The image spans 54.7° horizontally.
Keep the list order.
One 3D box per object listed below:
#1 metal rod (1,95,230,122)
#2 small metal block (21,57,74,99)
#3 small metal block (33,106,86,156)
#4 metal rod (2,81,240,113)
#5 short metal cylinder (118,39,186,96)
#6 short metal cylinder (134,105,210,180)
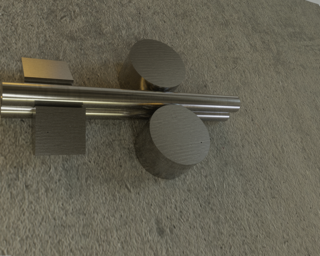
[{"bbox_3d":[-0.035,-0.022,0.400,0.303,0.025,0.025,0,62,-28],"label":"metal rod"},{"bbox_3d":[-0.131,-0.057,0.357,0.050,0.025,0.050,0,35,-28],"label":"small metal block"},{"bbox_3d":[-0.108,0.003,0.332,0.050,0.025,0.050,1,88,-29],"label":"small metal block"},{"bbox_3d":[-0.025,-0.035,0.381,0.303,0.025,0.025,0,62,-28],"label":"metal rod"},{"bbox_3d":[-0.012,-0.075,0.428,0.081,0.050,0.080,14,56,-21],"label":"short metal cylinder"},{"bbox_3d":[0.014,0.018,0.386,0.081,0.050,0.080,14,56,-21],"label":"short metal cylinder"}]
